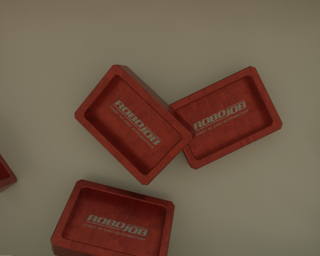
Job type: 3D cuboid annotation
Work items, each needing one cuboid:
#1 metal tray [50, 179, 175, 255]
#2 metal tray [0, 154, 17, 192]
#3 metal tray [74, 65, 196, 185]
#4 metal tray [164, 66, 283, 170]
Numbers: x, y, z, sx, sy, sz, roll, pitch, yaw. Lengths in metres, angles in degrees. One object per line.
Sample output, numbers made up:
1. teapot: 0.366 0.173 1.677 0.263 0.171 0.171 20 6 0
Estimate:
1. metal tray: -0.053 0.121 0.380 0.131 0.090 0.030 14 134 -1
2. metal tray: -0.241 0.027 0.375 0.030 0.090 0.130 -35 90 0
3. metal tray: -0.032 -0.005 0.389 0.130 0.030 0.090 44 106 5
4. metal tray: 0.081 -0.013 0.409 0.131 0.030 0.090 -26 90 -1
